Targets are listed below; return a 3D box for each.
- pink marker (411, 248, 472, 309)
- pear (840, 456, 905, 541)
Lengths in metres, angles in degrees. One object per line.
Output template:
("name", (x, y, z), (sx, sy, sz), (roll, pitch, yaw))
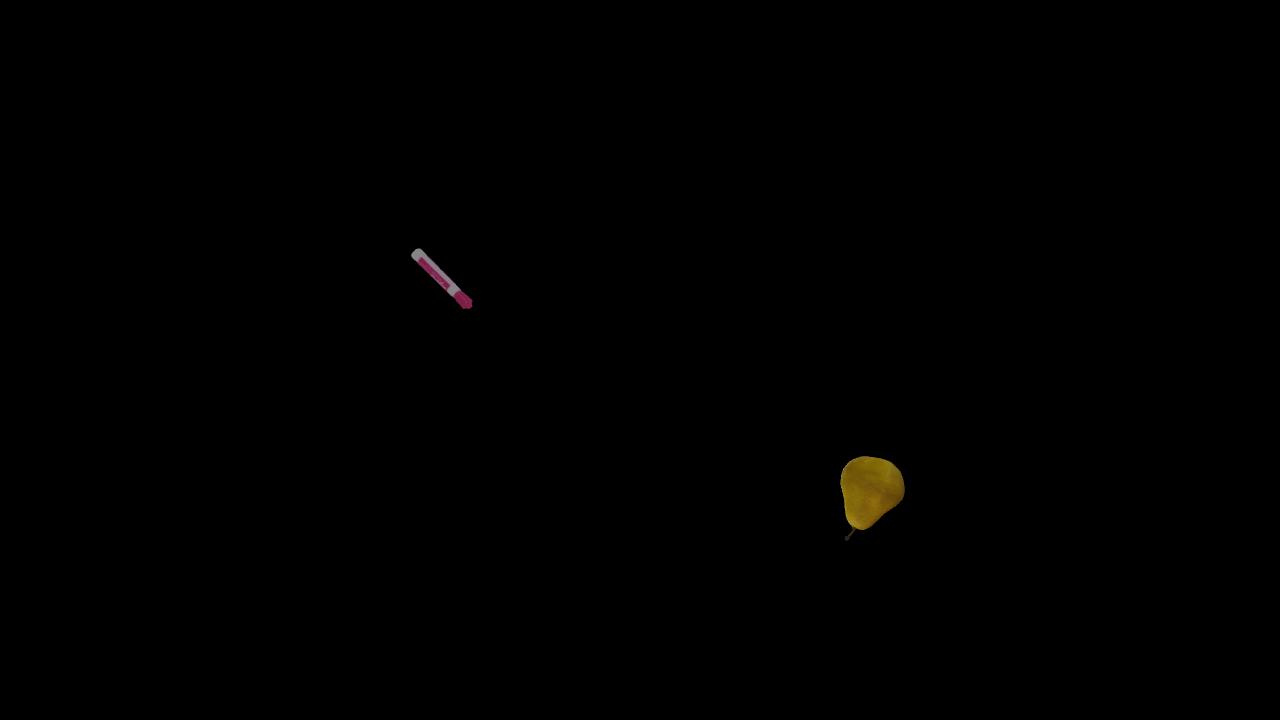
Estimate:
("pink marker", (-0.296, -0.121, 0.923), (0.121, 0.020, 0.020), (44, 7, 7))
("pear", (0.296, 0.182, 0.797), (0.080, 0.111, 0.080), (18, -22, 7))
